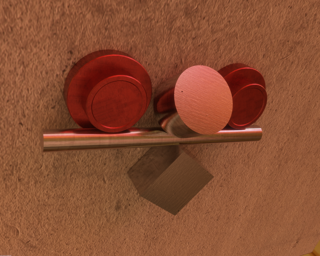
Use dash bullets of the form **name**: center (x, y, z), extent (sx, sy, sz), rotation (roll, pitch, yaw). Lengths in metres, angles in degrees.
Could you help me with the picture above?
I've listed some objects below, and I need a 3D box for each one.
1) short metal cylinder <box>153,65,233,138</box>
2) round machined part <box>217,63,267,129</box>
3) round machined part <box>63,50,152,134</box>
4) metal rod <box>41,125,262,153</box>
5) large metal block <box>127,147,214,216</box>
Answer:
- **short metal cylinder**: center (0.039, -0.029, 0.372), extent (0.081, 0.050, 0.080), rotation (4, 81, -27)
- **round machined part**: center (0.110, -0.037, 0.434), extent (0.099, 0.042, 0.097), rotation (-14, 124, -21)
- **round machined part**: center (-0.053, -0.034, 0.346), extent (0.099, 0.042, 0.097), rotation (-14, 124, -21)
- **metal rod**: center (0.011, 0.011, 0.393), extent (0.303, 0.025, 0.025), rotation (-1, 119, -28)
- **large metal block**: center (0.015, 0.066, 0.439), extent (0.080, 0.050, 0.080), rotation (-46, 129, 4)
